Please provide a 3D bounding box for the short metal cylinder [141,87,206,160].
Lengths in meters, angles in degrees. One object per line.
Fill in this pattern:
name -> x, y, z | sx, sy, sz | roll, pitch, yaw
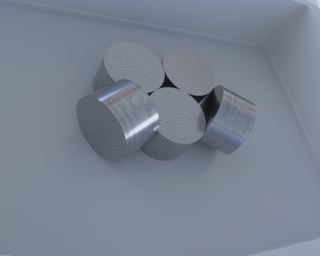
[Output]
short metal cylinder -> 0.011, -0.005, 0.396 | 0.081, 0.050, 0.080 | 14, 56, -21

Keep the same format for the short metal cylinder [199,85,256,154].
short metal cylinder -> 0.084, -0.011, 0.420 | 0.050, 0.080, 0.080 | 26, 53, -12

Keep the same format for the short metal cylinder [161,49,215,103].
short metal cylinder -> 0.030, -0.066, 0.444 | 0.081, 0.050, 0.080 | 14, 56, -21

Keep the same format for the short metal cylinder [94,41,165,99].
short metal cylinder -> -0.041, -0.065, 0.405 | 0.081, 0.050, 0.080 | 14, 56, -21

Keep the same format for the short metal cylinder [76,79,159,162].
short metal cylinder -> -0.048, -0.008, 0.348 | 0.050, 0.080, 0.080 | -35, 81, -38
